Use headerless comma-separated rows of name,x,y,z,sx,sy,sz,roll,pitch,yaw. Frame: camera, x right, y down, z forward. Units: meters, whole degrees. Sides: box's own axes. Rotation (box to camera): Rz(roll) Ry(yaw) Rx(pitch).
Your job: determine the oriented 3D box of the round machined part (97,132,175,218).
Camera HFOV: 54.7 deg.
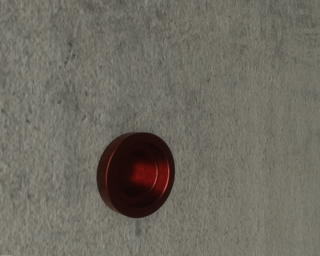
round machined part,-0.032,0.053,0.369,0.099,0.042,0.097,0,90,-40
